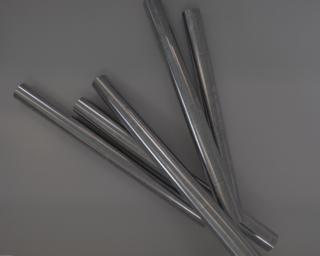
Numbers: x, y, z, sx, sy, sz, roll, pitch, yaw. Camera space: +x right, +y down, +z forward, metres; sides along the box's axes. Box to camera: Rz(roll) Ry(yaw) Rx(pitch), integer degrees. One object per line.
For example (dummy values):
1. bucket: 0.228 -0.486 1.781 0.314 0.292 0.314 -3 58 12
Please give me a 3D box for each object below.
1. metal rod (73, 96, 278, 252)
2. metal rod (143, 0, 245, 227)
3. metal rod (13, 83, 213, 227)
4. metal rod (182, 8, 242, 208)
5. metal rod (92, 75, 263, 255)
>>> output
1. metal rod: 0.015 0.055 0.396 0.300 0.025 0.025 35 90 6
2. metal rod: 0.037 -0.028 0.385 0.025 0.025 0.299 -19 80 0
3. metal rod: -0.061 0.036 0.410 0.301 0.025 0.025 35 90 0
4. metal rod: 0.072 -0.008 0.411 0.025 0.025 0.298 -12 90 0
5. metal rod: 0.014 0.046 0.366 0.025 0.025 0.300 -41 72 0
